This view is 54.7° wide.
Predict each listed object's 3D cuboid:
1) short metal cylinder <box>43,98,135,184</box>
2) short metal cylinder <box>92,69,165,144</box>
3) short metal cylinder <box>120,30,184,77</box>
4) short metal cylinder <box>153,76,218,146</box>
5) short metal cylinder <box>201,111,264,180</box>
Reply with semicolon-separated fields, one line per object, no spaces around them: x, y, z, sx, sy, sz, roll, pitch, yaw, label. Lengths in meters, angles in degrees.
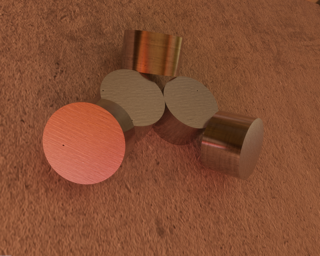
-0.070;0.011;0.317;0.080;0.080;0.050;40;11;-2;short metal cylinder
-0.041;-0.025;0.382;0.081;0.050;0.080;14;56;-21;short metal cylinder
-0.011;-0.100;0.417;0.081;0.080;0.050;2;104;-28;short metal cylinder
0.031;-0.023;0.419;0.081;0.050;0.080;14;56;-21;short metal cylinder
0.095;0.021;0.400;0.050;0.080;0.080;15;41;33;short metal cylinder
